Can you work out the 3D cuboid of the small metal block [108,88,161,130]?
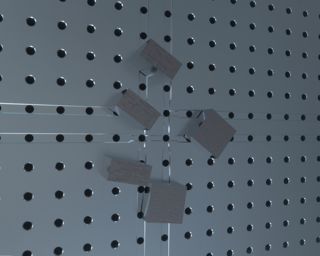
[{"bbox_3d":[-0.033,-0.022,0.388,0.050,0.050,0.025,38,78,-17],"label":"small metal block"}]

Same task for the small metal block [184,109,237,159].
[{"bbox_3d":[0.072,0.008,0.441,0.050,0.025,0.050,40,77,-16],"label":"small metal block"}]

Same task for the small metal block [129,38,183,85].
[{"bbox_3d":[-0.007,-0.083,0.398,0.050,0.050,0.025,36,79,-17],"label":"small metal block"}]

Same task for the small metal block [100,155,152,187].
[{"bbox_3d":[-0.043,0.052,0.384,0.050,0.050,0.025,13,86,-20],"label":"small metal block"}]

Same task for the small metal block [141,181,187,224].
[{"bbox_3d":[0.005,0.099,0.416,0.050,0.025,0.050,9,87,-20],"label":"small metal block"}]
